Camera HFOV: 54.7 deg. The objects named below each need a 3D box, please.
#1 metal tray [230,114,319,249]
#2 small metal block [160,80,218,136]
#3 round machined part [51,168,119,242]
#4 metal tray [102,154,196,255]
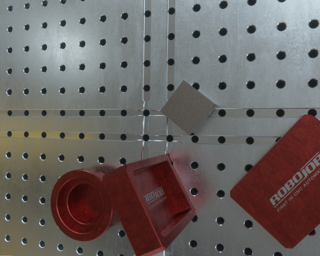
[{"bbox_3d":[0.157,0.060,0.354,0.090,0.030,0.130,43,103,14],"label":"metal tray"},{"bbox_3d":[0.038,-0.026,0.399,0.050,0.025,0.050,40,103,15],"label":"small metal block"},{"bbox_3d":[-0.101,0.105,0.439,0.098,0.042,0.097,0,90,20],"label":"round machined part"},{"bbox_3d":[-0.006,0.081,0.359,0.030,0.130,0.090,-29,81,18],"label":"metal tray"}]
